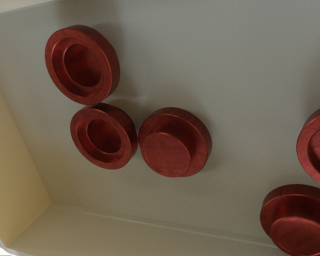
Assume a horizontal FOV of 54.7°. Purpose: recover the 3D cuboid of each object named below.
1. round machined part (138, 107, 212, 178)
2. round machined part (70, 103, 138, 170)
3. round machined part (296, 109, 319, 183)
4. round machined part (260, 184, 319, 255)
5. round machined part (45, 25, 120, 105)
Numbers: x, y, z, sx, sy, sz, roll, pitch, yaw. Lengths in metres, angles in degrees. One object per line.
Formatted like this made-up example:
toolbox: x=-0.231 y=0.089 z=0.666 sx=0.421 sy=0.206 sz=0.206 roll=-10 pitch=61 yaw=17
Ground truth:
round machined part: x=0.014 y=0.026 z=0.405 sx=0.098 sy=0.042 sz=0.097 roll=13 pitch=124 yaw=20
round machined part: x=-0.074 y=0.007 z=0.439 sx=0.098 sy=0.042 sz=0.097 roll=13 pitch=124 yaw=20
round machined part: x=0.190 y=0.016 z=0.301 sx=0.098 sy=0.042 sz=0.097 roll=21 pitch=131 yaw=26
round machined part: x=0.174 y=0.121 z=0.381 sx=0.098 sy=0.042 sz=0.097 roll=13 pitch=124 yaw=20
round machined part: x=-0.093 y=-0.082 z=0.394 sx=0.098 sy=0.042 sz=0.097 roll=13 pitch=124 yaw=20
